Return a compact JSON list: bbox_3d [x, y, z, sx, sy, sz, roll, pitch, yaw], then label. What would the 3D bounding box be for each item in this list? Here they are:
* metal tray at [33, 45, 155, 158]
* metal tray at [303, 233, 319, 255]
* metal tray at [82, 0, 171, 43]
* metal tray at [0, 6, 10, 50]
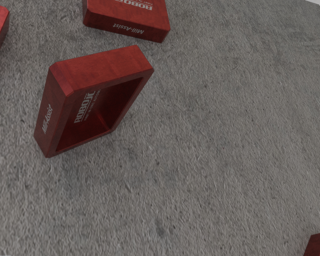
[{"bbox_3d":[-0.071,-0.023,0.312,0.091,0.129,0.030,-24,75,-37],"label":"metal tray"},{"bbox_3d":[0.243,0.213,0.401,0.130,0.030,0.091,46,51,3],"label":"metal tray"},{"bbox_3d":[-0.053,-0.189,0.487,0.131,0.030,0.090,6,59,-25],"label":"metal tray"},{"bbox_3d":[-0.246,-0.114,0.337,0.131,0.030,0.090,14,56,-20],"label":"metal tray"}]
